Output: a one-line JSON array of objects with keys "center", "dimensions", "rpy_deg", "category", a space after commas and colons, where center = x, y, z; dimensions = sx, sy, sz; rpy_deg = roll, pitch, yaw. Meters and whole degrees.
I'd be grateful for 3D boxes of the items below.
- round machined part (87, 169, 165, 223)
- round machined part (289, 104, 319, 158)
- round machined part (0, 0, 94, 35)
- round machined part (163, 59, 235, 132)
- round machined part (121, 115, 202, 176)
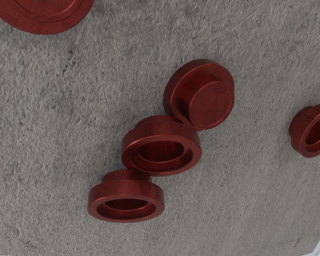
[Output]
[{"center": [-0.044, 0.088, 0.408], "dimensions": [0.099, 0.042, 0.098], "rpy_deg": [-3, 145, -2], "category": "round machined part"}, {"center": [0.267, 0.000, 0.541], "dimensions": [0.099, 0.042, 0.097], "rpy_deg": [-14, 124, -21], "category": "round machined part"}, {"center": [-0.101, -0.128, 0.262], "dimensions": [0.099, 0.042, 0.097], "rpy_deg": [-14, 124, -21], "category": "round machined part"}, {"center": [0.057, -0.036, 0.404], "dimensions": [0.099, 0.042, 0.097], "rpy_deg": [-14, 124, -21], "category": "round machined part"}, {"center": [0.001, 0.020, 0.391], "dimensions": [0.099, 0.042, 0.098], "rpy_deg": [-3, 144, -2], "category": "round machined part"}]
